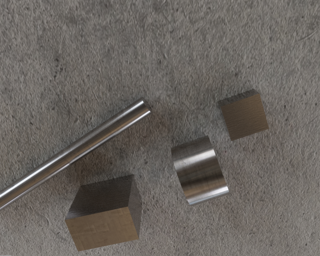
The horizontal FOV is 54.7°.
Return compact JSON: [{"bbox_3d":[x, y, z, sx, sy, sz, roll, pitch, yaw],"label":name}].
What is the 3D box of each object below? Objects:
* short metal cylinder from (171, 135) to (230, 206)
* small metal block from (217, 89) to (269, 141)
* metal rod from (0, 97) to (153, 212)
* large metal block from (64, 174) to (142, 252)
[{"bbox_3d":[0.052,0.055,0.401,0.050,0.080,0.080,-20,109,7],"label":"short metal cylinder"},{"bbox_3d":[0.108,-0.017,0.404,0.050,0.025,0.050,-19,109,7],"label":"small metal block"},{"bbox_3d":[-0.141,0.049,0.426,0.300,0.025,0.025,-32,107,11],"label":"metal rod"},{"bbox_3d":[-0.072,0.112,0.421,0.080,0.080,0.050,-13,110,4],"label":"large metal block"}]
